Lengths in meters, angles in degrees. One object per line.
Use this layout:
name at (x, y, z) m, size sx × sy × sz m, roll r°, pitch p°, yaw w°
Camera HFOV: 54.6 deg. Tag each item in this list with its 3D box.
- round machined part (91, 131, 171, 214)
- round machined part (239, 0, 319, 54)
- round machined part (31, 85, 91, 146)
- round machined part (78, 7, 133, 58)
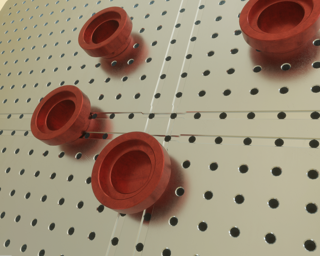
round machined part at (-0.031, 0.057, 0.380) m, size 0.098 × 0.042 × 0.098 m, roll -13°, pitch 56°, yaw 21°
round machined part at (0.156, -0.135, 0.399) m, size 0.098 × 0.042 × 0.098 m, roll -13°, pitch 56°, yaw 21°
round machined part at (-0.149, -0.016, 0.487) m, size 0.098 × 0.042 × 0.098 m, roll -13°, pitch 56°, yaw 21°
round machined part at (-0.091, -0.162, 0.546) m, size 0.098 × 0.042 × 0.098 m, roll -13°, pitch 56°, yaw 21°
